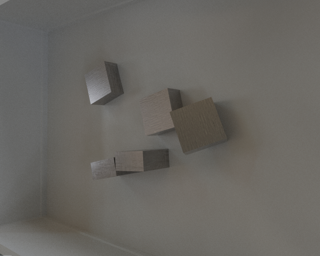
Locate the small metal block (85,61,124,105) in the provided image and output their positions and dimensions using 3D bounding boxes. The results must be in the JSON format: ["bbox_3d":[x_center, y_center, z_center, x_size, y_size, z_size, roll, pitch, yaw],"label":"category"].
[{"bbox_3d":[-0.087,-0.068,0.479,0.050,0.025,0.050,-23,75,37],"label":"small metal block"}]

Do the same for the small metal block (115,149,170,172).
[{"bbox_3d":[-0.023,0.042,0.410,0.050,0.050,0.025,-5,87,40],"label":"small metal block"}]

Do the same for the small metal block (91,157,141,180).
[{"bbox_3d":[-0.062,0.056,0.442,0.050,0.050,0.025,-16,80,39],"label":"small metal block"}]

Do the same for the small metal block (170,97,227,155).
[{"bbox_3d":[0.044,-0.001,0.356,0.050,0.025,0.050,-20,76,7],"label":"small metal block"}]

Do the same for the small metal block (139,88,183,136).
[{"bbox_3d":[0.003,-0.020,0.404,0.050,0.025,0.050,-18,79,38],"label":"small metal block"}]
